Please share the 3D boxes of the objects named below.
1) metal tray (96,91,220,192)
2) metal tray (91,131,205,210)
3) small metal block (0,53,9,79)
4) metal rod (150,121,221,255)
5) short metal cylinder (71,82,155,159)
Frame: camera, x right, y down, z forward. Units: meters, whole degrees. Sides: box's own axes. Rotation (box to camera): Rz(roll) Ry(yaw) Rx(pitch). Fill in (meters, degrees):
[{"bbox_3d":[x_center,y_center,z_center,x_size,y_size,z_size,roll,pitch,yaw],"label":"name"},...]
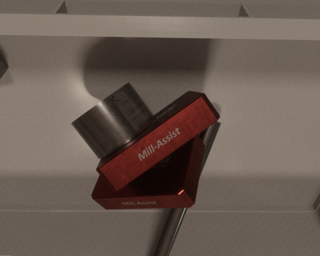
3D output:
[{"bbox_3d":[-0.004,0.009,0.345,0.130,0.090,0.030,-35,99,1],"label":"metal tray"},{"bbox_3d":[-0.015,0.053,0.388,0.130,0.090,0.030,-10,135,30],"label":"metal tray"},{"bbox_3d":[-0.207,-0.077,0.340,0.050,0.025,0.050,-10,130,7],"label":"small metal block"},{"bbox_3d":[0.017,0.128,0.425,0.025,0.025,0.298,18,98,-15],"label":"metal rod"},{"bbox_3d":[-0.053,-0.009,0.356,0.080,0.080,0.050,-32,100,24],"label":"short metal cylinder"}]
